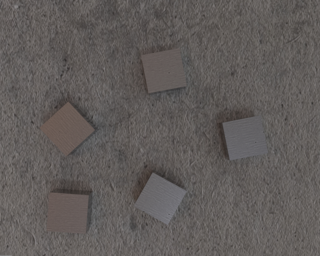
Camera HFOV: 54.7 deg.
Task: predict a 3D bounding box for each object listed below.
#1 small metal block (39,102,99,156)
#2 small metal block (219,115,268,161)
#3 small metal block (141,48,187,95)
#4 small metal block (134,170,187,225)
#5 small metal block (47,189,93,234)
[{"bbox_3d":[-0.119,0.001,0.409,0.050,0.025,0.050,-43,90,0],"label":"small metal block"},{"bbox_3d":[0.110,0.013,0.411,0.050,0.025,0.050,-11,90,0],"label":"small metal block"},{"bbox_3d":[0.005,-0.074,0.410,0.050,0.025,0.050,-11,90,0],"label":"small metal block"},{"bbox_3d":[0.000,0.091,0.410,0.050,0.025,0.050,29,90,0],"label":"small metal block"},{"bbox_3d":[-0.118,0.109,0.409,0.050,0.025,0.050,4,90,0],"label":"small metal block"}]
